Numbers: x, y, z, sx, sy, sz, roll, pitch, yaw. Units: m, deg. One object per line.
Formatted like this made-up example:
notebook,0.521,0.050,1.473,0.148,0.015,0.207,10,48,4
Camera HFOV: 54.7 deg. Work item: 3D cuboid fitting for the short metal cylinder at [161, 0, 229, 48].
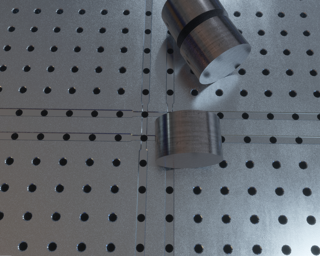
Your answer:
short metal cylinder,0.049,-0.157,0.440,0.080,0.080,0.050,-24,72,-8

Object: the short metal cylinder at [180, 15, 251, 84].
short metal cylinder,0.075,-0.104,0.421,0.080,0.080,0.050,-28,73,-10

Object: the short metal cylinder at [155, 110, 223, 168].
short metal cylinder,0.034,0.016,0.377,0.081,0.080,0.050,-1,70,-1
